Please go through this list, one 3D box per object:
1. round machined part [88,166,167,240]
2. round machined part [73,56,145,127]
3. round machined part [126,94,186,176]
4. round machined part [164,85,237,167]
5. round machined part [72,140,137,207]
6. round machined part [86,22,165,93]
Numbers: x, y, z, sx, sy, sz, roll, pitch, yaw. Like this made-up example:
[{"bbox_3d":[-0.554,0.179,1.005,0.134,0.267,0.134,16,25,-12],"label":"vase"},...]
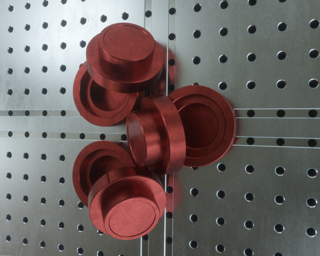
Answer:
[{"bbox_3d":[-0.038,0.100,0.387,0.099,0.042,0.097,-8,119,-14],"label":"round machined part"},{"bbox_3d":[-0.066,-0.050,0.426,0.098,0.042,0.097,0,90,20],"label":"round machined part"},{"bbox_3d":[-0.011,0.010,0.376,0.042,0.098,0.098,-11,85,-22],"label":"round machined part"},{"bbox_3d":[0.047,-0.003,0.387,0.098,0.042,0.097,0,90,20],"label":"round machined part"},{"bbox_3d":[-0.067,0.065,0.427,0.098,0.042,0.097,0,90,20],"label":"round machined part"},{"bbox_3d":[-0.042,-0.094,0.390,0.099,0.042,0.098,5,56,-8],"label":"round machined part"}]
